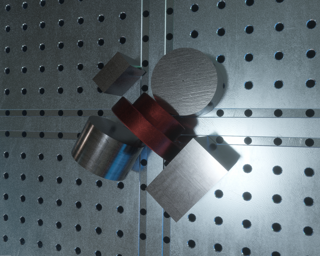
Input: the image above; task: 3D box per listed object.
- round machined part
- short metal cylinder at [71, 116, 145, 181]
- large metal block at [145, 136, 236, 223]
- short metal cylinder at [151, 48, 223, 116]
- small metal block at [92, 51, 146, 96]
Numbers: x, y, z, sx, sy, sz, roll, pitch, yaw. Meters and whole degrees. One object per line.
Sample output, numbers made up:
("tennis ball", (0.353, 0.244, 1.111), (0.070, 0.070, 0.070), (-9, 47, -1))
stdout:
("round machined part", (-0.008, -0.006, 0.376), (0.098, 0.098, 0.042), (43, 91, 14))
("short metal cylinder", (-0.067, 0.025, 0.405), (0.080, 0.080, 0.050), (33, 101, 16))
("large metal block", (0.040, 0.056, 0.369), (0.050, 0.080, 0.080), (45, 104, 14))
("short metal cylinder", (0.035, -0.054, 0.386), (0.080, 0.050, 0.079), (0, 90, 19))
("small metal block", (-0.054, -0.071, 0.417), (0.050, 0.050, 0.025), (-44, 77, 14))
